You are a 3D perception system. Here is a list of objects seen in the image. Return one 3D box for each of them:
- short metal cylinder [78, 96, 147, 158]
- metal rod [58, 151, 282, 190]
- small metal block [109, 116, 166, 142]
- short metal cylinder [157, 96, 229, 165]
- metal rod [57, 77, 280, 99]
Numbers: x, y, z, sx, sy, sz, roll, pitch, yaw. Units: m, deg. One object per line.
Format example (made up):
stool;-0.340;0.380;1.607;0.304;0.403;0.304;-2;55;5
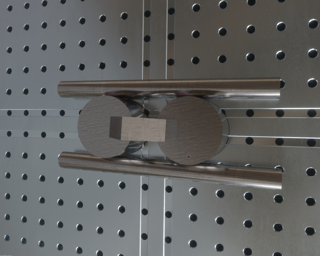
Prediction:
short metal cylinder;-0.062;-0.002;0.418;0.080;0.050;0.079;0;90;20
metal rod;-0.001;0.053;0.409;0.301;0.025;0.025;3;91;19
small metal block;-0.027;0.001;0.356;0.050;0.050;0.025;3;91;-23
short metal cylinder;0.041;0.003;0.381;0.080;0.050;0.079;0;90;20
metal rod;-0.002;-0.052;0.410;0.301;0.025;0.025;2;91;19
